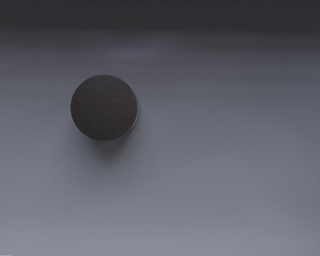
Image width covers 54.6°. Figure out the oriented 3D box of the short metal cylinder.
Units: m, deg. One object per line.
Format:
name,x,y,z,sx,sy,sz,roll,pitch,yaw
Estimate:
short metal cylinder,-0.067,-0.025,0.398,0.080,0.050,0.080,0,90,0
